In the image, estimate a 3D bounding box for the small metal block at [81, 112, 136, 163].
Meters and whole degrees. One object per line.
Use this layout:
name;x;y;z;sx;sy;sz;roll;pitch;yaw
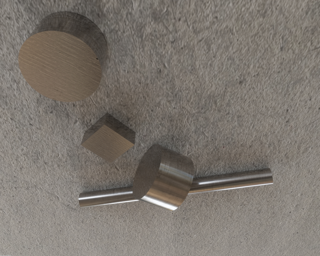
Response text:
small metal block;-0.069;0.014;0.419;0.050;0.025;0.050;37;121;-27

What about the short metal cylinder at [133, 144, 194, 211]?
short metal cylinder;0.003;0.068;0.429;0.050;0.080;0.080;25;126;-20

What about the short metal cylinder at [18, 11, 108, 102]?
short metal cylinder;-0.099;-0.074;0.326;0.081;0.050;0.079;0;130;0

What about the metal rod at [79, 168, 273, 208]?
metal rod;0.020;0.095;0.488;0.301;0.025;0.025;-9;130;7
